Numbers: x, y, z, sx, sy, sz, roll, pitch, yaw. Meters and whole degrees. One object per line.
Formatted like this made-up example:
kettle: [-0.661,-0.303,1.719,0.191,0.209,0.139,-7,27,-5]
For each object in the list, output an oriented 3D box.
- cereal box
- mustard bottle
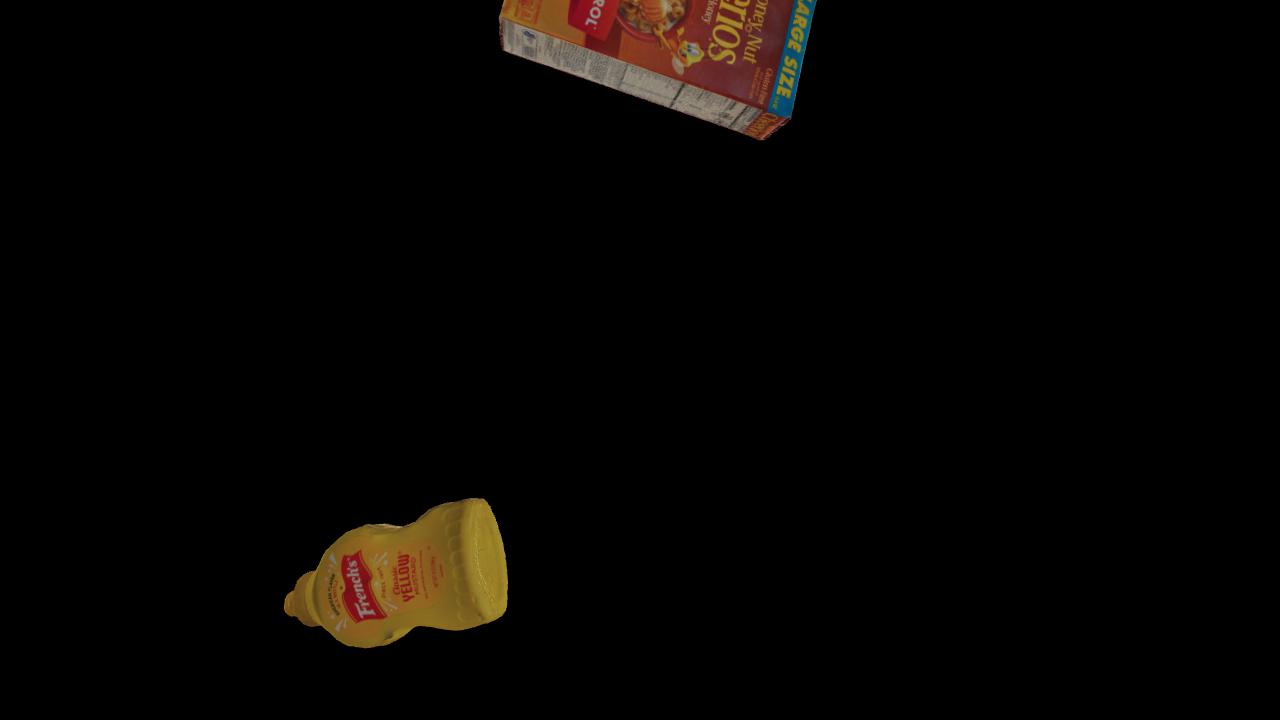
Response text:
cereal box: [0.029,-0.378,0.637,0.306,0.203,0.081,15,-4,-11]
mustard bottle: [-0.194,0.169,0.469,0.184,0.092,0.054,-17,-7,14]
